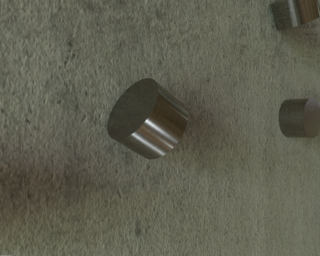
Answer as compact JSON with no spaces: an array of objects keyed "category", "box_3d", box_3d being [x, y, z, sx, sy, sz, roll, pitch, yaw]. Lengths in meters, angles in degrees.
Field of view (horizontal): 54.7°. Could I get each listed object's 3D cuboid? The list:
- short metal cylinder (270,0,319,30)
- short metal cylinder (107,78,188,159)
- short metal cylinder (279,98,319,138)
[{"category":"short metal cylinder","box_3d":[0.257,-0.225,0.587,0.081,0.080,0.050,-35,112,-35]},{"category":"short metal cylinder","box_3d":[-0.015,-0.010,0.358,0.050,0.080,0.080,36,68,-35]},{"category":"short metal cylinder","box_3d":[0.287,-0.020,0.633,0.081,0.050,0.079,0,90,-40]}]
